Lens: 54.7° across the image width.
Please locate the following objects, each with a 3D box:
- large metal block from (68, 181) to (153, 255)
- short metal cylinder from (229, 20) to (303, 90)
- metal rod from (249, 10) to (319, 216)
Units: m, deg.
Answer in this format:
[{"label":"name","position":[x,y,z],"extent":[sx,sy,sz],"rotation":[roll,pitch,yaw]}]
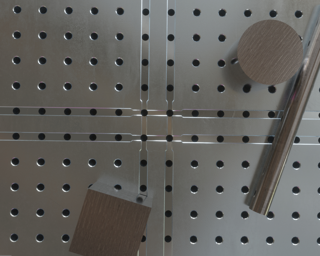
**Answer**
[{"label":"large metal block","position":[-0.060,0.123,0.400],"extent":[0.080,0.050,0.080],"rotation":[17,90,0]},{"label":"short metal cylinder","position":[0.134,-0.092,0.402],"extent":[0.081,0.050,0.080],"rotation":[0,90,0]},{"label":"metal rod","position":[0.182,-0.029,0.414],"extent":[0.025,0.025,0.299],"rotation":[20,90,0]}]
